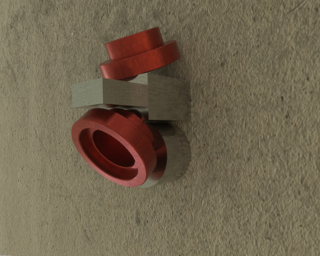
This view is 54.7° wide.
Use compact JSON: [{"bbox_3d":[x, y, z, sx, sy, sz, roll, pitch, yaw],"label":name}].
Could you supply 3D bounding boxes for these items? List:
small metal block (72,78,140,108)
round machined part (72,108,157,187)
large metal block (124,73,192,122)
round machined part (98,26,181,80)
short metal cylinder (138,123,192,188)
[{"bbox_3d":[-0.058,-0.035,0.331,0.050,0.050,0.025,-3,88,40],"label":"small metal block"},{"bbox_3d":[-0.046,0.017,0.345,0.098,0.042,0.097,21,139,20],"label":"round machined part"},{"bbox_3d":[-0.018,-0.032,0.382,0.080,0.081,0.050,-2,89,39],"label":"large metal block"},{"bbox_3d":[-0.028,-0.092,0.375,0.098,0.099,0.042,-3,113,39],"label":"round machined part"},{"bbox_3d":[-0.007,0.032,0.395,0.080,0.050,0.079,0,90,39],"label":"short metal cylinder"}]
